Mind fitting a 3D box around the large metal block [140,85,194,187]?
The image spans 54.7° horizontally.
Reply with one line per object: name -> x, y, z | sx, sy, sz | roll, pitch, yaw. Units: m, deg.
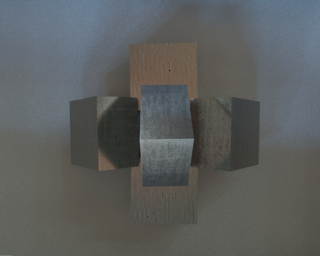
large metal block -> 0.005, 0.009, 0.343 | 0.050, 0.080, 0.080 | -1, 46, -1

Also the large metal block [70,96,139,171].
large metal block -> -0.069, 0.005, 0.374 | 0.050, 0.080, 0.080 | -2, 91, -36

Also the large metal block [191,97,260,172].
large metal block -> 0.081, 0.006, 0.376 | 0.050, 0.081, 0.080 | 2, 91, 39

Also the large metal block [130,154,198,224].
large metal block -> 0.005, 0.076, 0.398 | 0.081, 0.050, 0.080 | 1, 90, 0

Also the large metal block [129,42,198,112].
large metal block -> 0.004, -0.062, 0.395 | 0.081, 0.050, 0.080 | -1, 90, 0
